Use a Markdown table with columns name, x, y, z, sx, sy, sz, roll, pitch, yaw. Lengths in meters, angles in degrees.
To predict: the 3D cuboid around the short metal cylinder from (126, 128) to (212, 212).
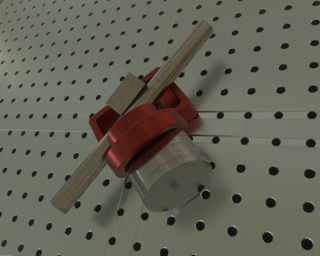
| name | x | y | z | sx | sy | sz | roll | pitch | yaw |
| --- | --- | --- | --- | --- | --- | --- | --- | --- | --- |
| short metal cylinder | 0.009 | 0.046 | 0.337 | 0.080 | 0.080 | 0.050 | -37 | 51 | 3 |

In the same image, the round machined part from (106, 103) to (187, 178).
| name | x | y | z | sx | sy | sz | roll | pitch | yaw |
| --- | --- | --- | --- | --- | --- | --- | --- | --- | --- |
| round machined part | -0.020 | 0.010 | 0.351 | 0.098 | 0.098 | 0.042 | -39 | 73 | 1 |

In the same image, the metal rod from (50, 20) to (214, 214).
| name | x | y | z | sx | sy | sz | roll | pitch | yaw |
| --- | --- | --- | --- | --- | --- | --- | --- | --- | --- |
| metal rod | -0.030 | -0.021 | 0.396 | 0.025 | 0.025 | 0.300 | 32 | 79 | 37 |

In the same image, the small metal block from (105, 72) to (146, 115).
| name | x | y | z | sx | sy | sz | roll | pitch | yaw |
| --- | --- | --- | --- | --- | --- | --- | --- | --- | --- |
| small metal block | -0.042 | -0.044 | 0.412 | 0.025 | 0.050 | 0.050 | 38 | 93 | 1 |

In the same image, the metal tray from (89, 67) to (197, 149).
| name | x | y | z | sx | sy | sz | roll | pitch | yaw |
| --- | --- | --- | --- | --- | --- | --- | --- | --- | --- |
| metal tray | -0.027 | -0.015 | 0.426 | 0.130 | 0.030 | 0.090 | -37 | 51 | 3 |
